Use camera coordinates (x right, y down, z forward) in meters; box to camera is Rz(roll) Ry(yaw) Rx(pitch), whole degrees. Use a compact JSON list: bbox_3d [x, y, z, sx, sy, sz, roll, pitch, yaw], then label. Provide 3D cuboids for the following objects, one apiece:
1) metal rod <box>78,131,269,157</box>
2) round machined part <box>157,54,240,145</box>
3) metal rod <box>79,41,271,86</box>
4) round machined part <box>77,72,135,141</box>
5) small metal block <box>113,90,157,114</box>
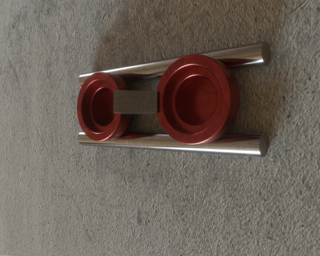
[{"bbox_3d":[-0.009,0.017,0.413,0.300,0.025,0.025,0,90,40],"label":"metal rod"},{"bbox_3d":[0.046,-0.031,0.351,0.098,0.042,0.097,0,90,40],"label":"round machined part"},{"bbox_3d":[-0.007,-0.077,0.412,0.300,0.025,0.025,0,90,40],"label":"metal rod"},{"bbox_3d":[-0.074,-0.030,0.451,0.098,0.042,0.097,0,90,40],"label":"round machined part"},{"bbox_3d":[-0.031,-0.031,0.382,0.050,0.050,0.025,178,93,-83],"label":"small metal block"}]
